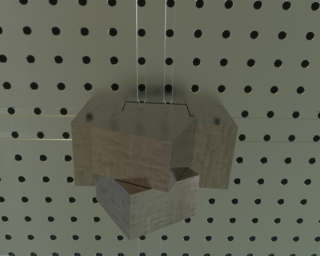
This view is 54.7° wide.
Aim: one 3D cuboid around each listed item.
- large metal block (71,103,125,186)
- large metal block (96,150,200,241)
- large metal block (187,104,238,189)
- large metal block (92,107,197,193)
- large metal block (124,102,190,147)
[{"bbox_3d":[-0.074,0.018,0.390,0.050,0.080,0.079,2,110,-1],"label":"large metal block"},{"bbox_3d":[-0.016,0.065,0.337,0.081,0.080,0.050,-10,114,-32],"label":"large metal block"},{"bbox_3d":[0.058,0.020,0.392,0.050,0.080,0.079,4,110,-2],"label":"large metal block"},{"bbox_3d":[-0.013,0.017,0.322,0.080,0.080,0.050,11,111,20],"label":"large metal block"},{"bbox_3d":[-0.007,0.013,0.403,0.081,0.050,0.079,2,110,-2],"label":"large metal block"}]
